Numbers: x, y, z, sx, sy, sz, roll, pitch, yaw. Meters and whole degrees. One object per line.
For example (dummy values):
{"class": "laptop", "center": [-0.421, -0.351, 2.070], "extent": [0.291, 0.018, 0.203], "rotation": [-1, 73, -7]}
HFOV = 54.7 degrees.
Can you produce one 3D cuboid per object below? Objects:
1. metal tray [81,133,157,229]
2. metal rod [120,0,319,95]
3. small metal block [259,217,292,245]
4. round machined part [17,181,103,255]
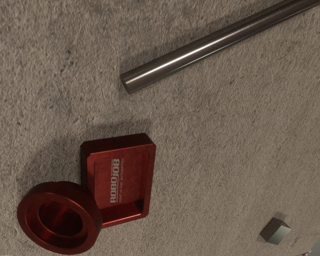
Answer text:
{"class": "metal tray", "center": [-0.057, 0.074, 0.419], "extent": [0.091, 0.030, 0.129], "rotation": [-8, 122, -25]}
{"class": "metal rod", "center": [0.091, -0.116, 0.386], "extent": [0.302, 0.025, 0.025], "rotation": [-27, 128, -12]}
{"class": "small metal block", "center": [0.260, 0.233, 0.697], "extent": [0.050, 0.025, 0.050], "rotation": [27, 103, -38]}
{"class": "round machined part", "center": [-0.117, 0.104, 0.378], "extent": [0.098, 0.042, 0.097], "rotation": [5, 118, 9]}
